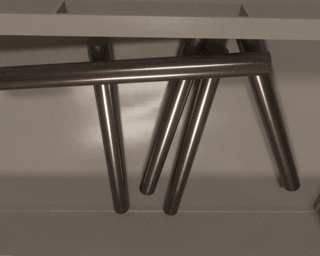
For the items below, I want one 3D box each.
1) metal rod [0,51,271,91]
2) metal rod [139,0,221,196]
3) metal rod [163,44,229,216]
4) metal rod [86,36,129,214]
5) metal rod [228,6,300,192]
[{"bbox_3d":[-0.040,-0.059,0.324,0.302,0.025,0.025,-3,130,2],"label":"metal rod"},{"bbox_3d":[0.013,-0.014,0.397,0.025,0.025,0.298,10,130,-9],"label":"metal rod"},{"bbox_3d":[0.040,0.026,0.432,0.025,0.025,0.298,6,130,-6],"label":"metal rod"},{"bbox_3d":[-0.065,0.021,0.426,0.025,0.025,0.298,0,130,0],"label":"metal rod"},{"bbox_3d":[0.144,-0.013,0.400,0.025,0.025,0.299,-20,128,16],"label":"metal rod"}]
